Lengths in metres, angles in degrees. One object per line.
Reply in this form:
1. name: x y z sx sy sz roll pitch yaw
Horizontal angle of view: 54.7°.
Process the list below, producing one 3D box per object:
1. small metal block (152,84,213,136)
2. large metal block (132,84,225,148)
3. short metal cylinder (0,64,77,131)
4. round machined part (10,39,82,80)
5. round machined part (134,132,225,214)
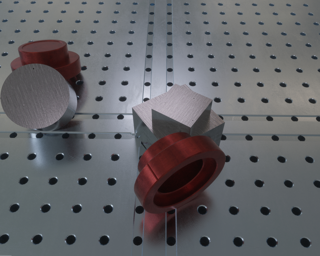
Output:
1. small metal block: 0.026 -0.019 0.359 0.050 0.025 0.050 27 55 21
2. large metal block: 0.021 0.000 0.391 0.081 0.050 0.080 -26 55 -20
3. short metal cylinder: -0.152 -0.037 0.397 0.081 0.050 0.080 0 85 -5
4. round machined part: -0.171 -0.103 0.463 0.099 0.042 0.098 -1 31 1
5. round machined part: 0.016 0.042 0.324 0.099 0.097 0.042 -24 55 -19
